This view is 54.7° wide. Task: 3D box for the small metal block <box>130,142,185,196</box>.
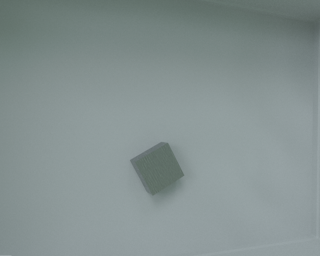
[{"bbox_3d":[-0.004,0.053,0.410,0.050,0.025,0.050,-30,100,-18],"label":"small metal block"}]
